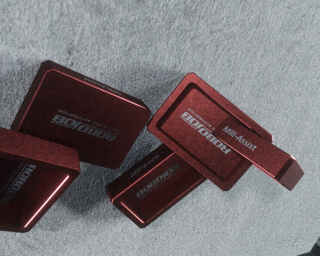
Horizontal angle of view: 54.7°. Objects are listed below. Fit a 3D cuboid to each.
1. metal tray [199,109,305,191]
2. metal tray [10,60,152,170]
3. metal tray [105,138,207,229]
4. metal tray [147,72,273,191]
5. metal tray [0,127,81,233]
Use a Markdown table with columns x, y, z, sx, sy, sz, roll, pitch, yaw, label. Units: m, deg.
| x | y | z | sx | sy | sz | roll | pitch | yaw | label |
| --- | --- | --- | --- | --- | --- | --- | --- | --- | --- |
| 0.118 | 0.026 | 0.407 | 0.030 | 0.130 | 0.090 | -54 | 144 | 3 | metal tray |
| -0.086 | -0.009 | 0.352 | 0.131 | 0.030 | 0.090 | 21 | 107 | -37 | metal tray |
| -0.001 | 0.080 | 0.454 | 0.130 | 0.030 | 0.090 | -37 | 130 | -4 | metal tray |
| 0.061 | 0.004 | 0.389 | 0.130 | 0.030 | 0.090 | 39 | 98 | 2 | metal tray |
| -0.158 | 0.063 | 0.333 | 0.090 | 0.030 | 0.129 | 23 | 122 | -37 | metal tray |
